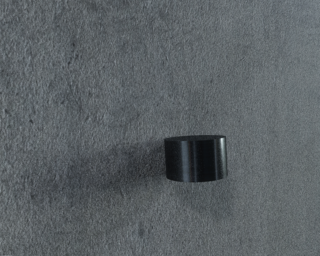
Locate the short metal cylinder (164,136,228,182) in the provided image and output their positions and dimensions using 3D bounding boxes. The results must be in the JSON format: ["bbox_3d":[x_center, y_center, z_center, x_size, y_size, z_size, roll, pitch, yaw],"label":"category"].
[{"bbox_3d":[0.047,0.038,0.407,0.081,0.080,0.050,-6,94,-40],"label":"short metal cylinder"}]
